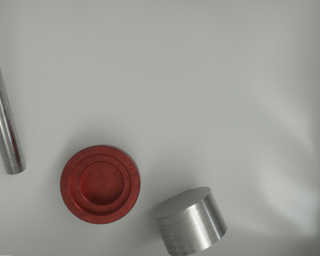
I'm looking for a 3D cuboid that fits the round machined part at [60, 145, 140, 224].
[{"bbox_3d":[-0.074,0.070,0.402,0.099,0.042,0.097,0,90,-1],"label":"round machined part"}]

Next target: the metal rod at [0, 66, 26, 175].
[{"bbox_3d":[-0.194,-0.078,0.343,0.025,0.025,0.298,-1,117,0],"label":"metal rod"}]

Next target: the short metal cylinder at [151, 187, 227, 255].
[{"bbox_3d":[0.036,0.114,0.385,0.080,0.080,0.050,-24,90,0],"label":"short metal cylinder"}]
